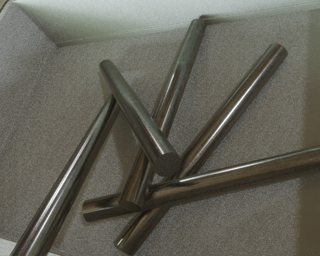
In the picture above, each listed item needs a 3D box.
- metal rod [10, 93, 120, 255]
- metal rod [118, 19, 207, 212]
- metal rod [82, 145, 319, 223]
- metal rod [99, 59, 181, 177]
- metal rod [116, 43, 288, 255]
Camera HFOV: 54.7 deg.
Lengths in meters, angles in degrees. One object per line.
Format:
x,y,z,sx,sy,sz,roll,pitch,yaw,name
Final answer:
-0.084,0.031,0.346,0.025,0.025,0.301,-17,28,19,metal rod
0.015,-0.040,0.386,0.025,0.025,0.300,-1,50,28,metal rod
0.062,0.054,0.317,0.301,0.025,0.025,-15,55,11,metal rod
-0.041,-0.035,0.392,0.025,0.025,0.300,-39,33,2,metal rod
0.055,0.018,0.365,0.025,0.025,0.300,33,80,38,metal rod
